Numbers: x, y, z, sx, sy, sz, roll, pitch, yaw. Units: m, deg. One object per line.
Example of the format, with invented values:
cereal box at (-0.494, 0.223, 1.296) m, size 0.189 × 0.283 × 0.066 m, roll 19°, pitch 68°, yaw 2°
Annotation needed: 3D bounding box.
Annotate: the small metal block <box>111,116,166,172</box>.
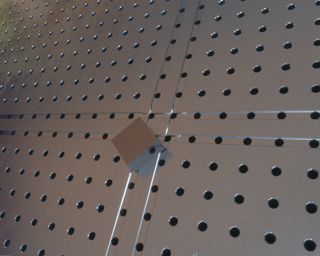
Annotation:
small metal block at (-0.029, 0.021, 0.412) m, size 0.050 × 0.025 × 0.050 m, roll -40°, pitch 51°, yaw 1°
